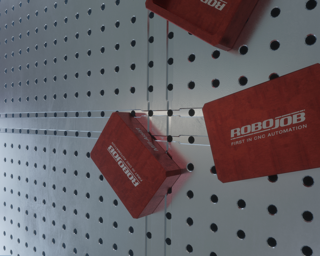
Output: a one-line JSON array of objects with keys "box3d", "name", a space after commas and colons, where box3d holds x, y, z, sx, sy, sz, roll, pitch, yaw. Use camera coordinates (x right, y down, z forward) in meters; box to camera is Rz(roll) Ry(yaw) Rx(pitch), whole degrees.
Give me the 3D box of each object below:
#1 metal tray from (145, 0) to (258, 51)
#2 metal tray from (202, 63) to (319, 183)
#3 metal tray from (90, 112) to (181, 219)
[{"box3d": [0.048, -0.160, 0.366, 0.130, 0.030, 0.089, 41, 115, 32], "name": "metal tray"}, {"box3d": [0.113, 0.001, 0.314, 0.130, 0.030, 0.090, -19, 78, 38], "name": "metal tray"}, {"box3d": [-0.040, 0.049, 0.441, 0.130, 0.030, 0.090, 47, 118, 29], "name": "metal tray"}]
